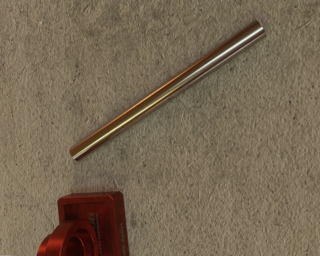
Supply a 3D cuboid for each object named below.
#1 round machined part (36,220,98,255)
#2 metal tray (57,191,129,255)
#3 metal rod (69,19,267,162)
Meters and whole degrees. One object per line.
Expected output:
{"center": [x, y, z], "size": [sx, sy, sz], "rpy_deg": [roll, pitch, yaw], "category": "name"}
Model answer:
{"center": [-0.120, 0.169, 0.396], "size": [0.042, 0.098, 0.097], "rpy_deg": [-7, 88, 14], "category": "round machined part"}
{"center": [-0.093, 0.158, 0.437], "size": [0.090, 0.030, 0.129], "rpy_deg": [-7, 88, 19], "category": "metal tray"}
{"center": [-0.001, -0.040, 0.408], "size": [0.300, 0.025, 0.025], "rpy_deg": [-33, 80, 16], "category": "metal rod"}
